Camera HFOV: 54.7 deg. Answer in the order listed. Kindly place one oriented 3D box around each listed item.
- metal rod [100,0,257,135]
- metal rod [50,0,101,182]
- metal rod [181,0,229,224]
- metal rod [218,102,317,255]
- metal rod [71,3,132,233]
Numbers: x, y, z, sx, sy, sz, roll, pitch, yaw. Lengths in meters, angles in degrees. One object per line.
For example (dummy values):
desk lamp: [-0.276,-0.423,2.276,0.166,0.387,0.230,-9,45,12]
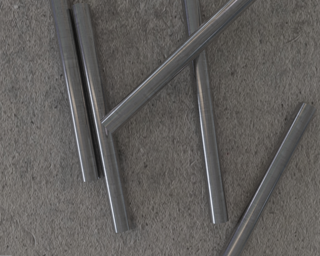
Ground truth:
metal rod: [0.044,-0.104,0.384,0.300,0.025,0.025,-43,90,1]
metal rod: [-0.117,-0.079,0.408,0.025,0.025,0.298,-10,90,0]
metal rod: [0.059,-0.025,0.410,0.025,0.025,0.298,-7,90,0]
metal rod: [0.126,0.104,0.410,0.025,0.025,0.299,28,90,0]
metal rod: [-0.077,-0.013,0.409,0.025,0.025,0.298,-11,90,0]
